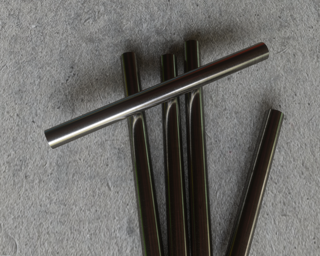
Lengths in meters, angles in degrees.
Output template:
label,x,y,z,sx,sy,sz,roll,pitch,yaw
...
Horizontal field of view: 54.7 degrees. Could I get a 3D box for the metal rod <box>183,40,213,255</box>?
label,x,y,z,sx,sy,sz,roll,pitch,yaw
metal rod,0.047,0.019,0.401,0.025,0.025,0.299,0,70,0

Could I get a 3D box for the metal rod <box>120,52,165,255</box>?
label,x,y,z,sx,sy,sz,roll,pitch,yaw
metal rod,-0.024,0.037,0.394,0.025,0.025,0.299,-8,70,-3

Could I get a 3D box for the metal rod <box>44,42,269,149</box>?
label,x,y,z,sx,sy,sz,roll,pitch,yaw
metal rod,0.003,-0.045,0.396,0.302,0.025,0.025,-23,72,-9

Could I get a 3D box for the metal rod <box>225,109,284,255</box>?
label,x,y,z,sx,sy,sz,roll,pitch,yaw
metal rod,0.101,0.113,0.367,0.025,0.025,0.300,19,71,7

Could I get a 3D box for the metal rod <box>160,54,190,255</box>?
label,x,y,z,sx,sy,sz,roll,pitch,yaw
metal rod,0.017,0.041,0.393,0.025,0.025,0.299,-2,70,-1
